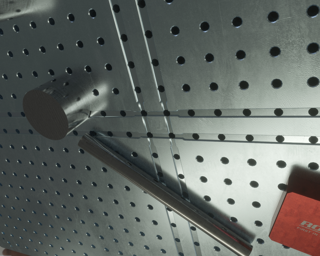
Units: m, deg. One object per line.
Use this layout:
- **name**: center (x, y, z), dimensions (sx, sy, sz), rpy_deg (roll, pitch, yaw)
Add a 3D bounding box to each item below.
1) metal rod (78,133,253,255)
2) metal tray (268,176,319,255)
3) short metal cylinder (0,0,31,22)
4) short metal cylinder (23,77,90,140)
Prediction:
- **metal rod**: center (0.004, 0.100, 0.470), dimensions (0.301, 0.025, 0.025), rpy_deg (33, 129, 6)
- **metal tray**: center (0.209, 0.119, 0.372), dimensions (0.130, 0.030, 0.089), rpy_deg (17, 125, 18)
- **short metal cylinder**: center (-0.217, -0.178, 0.399), dimensions (0.080, 0.050, 0.079), rpy_deg (13, 124, 21)
- **short metal cylinder**: center (-0.152, -0.029, 0.457), dimensions (0.080, 0.050, 0.079), rpy_deg (13, 124, 21)
